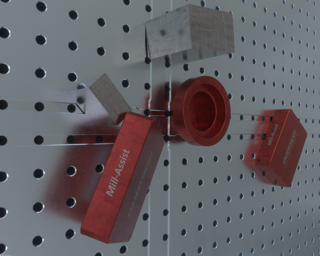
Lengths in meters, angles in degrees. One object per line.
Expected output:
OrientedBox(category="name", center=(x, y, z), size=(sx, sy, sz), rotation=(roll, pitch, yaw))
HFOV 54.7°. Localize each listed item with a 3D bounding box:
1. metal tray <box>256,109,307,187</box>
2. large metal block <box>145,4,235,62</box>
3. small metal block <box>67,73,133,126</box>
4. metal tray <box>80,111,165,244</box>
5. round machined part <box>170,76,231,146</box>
OrientedBox(category="metal tray", center=(0.241, 0.038, 0.608), size=(0.090, 0.030, 0.130), rotation=(43, 64, -32))
OrientedBox(category="large metal block", center=(0.039, -0.119, 0.406), size=(0.081, 0.080, 0.050), rotation=(-8, 95, -40))
OrientedBox(category="small metal block", center=(-0.066, -0.030, 0.337), size=(0.025, 0.050, 0.050), rotation=(-50, 120, -28))
OrientedBox(category="metal tray", center=(-0.035, 0.058, 0.344), size=(0.090, 0.030, 0.130), rotation=(67, 41, -69))
OrientedBox(category="round machined part", center=(0.054, -0.024, 0.443), size=(0.099, 0.042, 0.097), rotation=(0, 90, -40))
